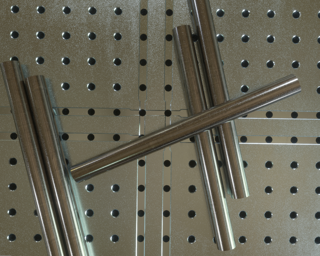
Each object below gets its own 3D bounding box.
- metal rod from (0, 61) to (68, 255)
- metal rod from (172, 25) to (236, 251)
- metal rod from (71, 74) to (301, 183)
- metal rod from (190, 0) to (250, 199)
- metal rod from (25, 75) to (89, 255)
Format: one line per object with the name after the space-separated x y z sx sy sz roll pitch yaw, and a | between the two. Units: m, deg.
-0.162 0.059 0.411 0.025 0.025 0.298 -14 90 0 | metal rod
0.059 0.013 0.414 0.025 0.025 0.298 -12 90 0 | metal rod
0.026 0.004 0.392 0.301 0.025 0.025 -23 90 8 | metal rod
0.077 -0.055 0.414 0.025 0.025 0.298 -12 90 0 | metal rod
-0.130 0.078 0.411 0.025 0.025 0.298 -14 90 0 | metal rod
